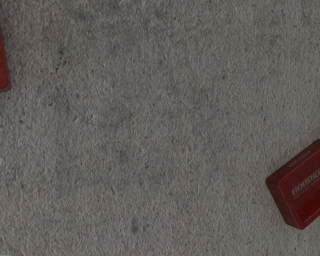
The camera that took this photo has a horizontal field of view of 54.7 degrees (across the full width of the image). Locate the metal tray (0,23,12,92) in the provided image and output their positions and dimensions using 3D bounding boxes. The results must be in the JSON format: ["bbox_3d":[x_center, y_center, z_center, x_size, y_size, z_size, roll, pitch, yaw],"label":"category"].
[{"bbox_3d":[-0.217,-0.099,0.325,0.091,0.030,0.129,-10,93,-20],"label":"metal tray"}]

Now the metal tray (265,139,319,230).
[{"bbox_3d":[0.241,0.087,0.495,0.131,0.030,0.090,-31,101,-17],"label":"metal tray"}]
